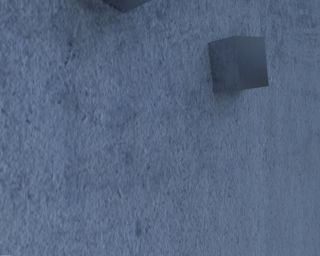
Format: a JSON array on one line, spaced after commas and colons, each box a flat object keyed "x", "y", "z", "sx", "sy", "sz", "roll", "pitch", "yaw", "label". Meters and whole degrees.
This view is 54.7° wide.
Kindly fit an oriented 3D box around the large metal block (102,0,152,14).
[{"x": -0.043, "y": -0.176, "z": 0.334, "sx": 0.080, "sy": 0.080, "sz": 0.050, "roll": 20, "pitch": 78, "yaw": -39, "label": "large metal block"}]

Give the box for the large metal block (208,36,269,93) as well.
[{"x": 0.127, "y": -0.102, "z": 0.498, "sx": 0.081, "sy": 0.050, "sz": 0.079, "roll": -12, "pitch": 98, "yaw": -40, "label": "large metal block"}]
